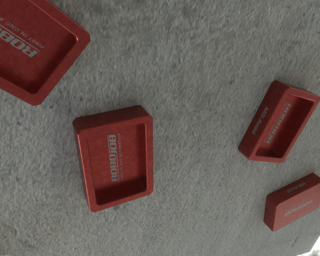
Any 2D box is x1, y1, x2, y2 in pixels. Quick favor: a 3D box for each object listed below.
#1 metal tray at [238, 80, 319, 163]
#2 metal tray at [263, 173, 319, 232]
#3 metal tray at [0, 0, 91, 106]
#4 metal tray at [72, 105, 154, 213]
[{"bbox_3d":[0.195,-0.006,0.508,0.091,0.030,0.129,8,114,-33],"label":"metal tray"},{"bbox_3d":[0.286,0.159,0.662,0.131,0.030,0.089,-20,126,-17],"label":"metal tray"},{"bbox_3d":[-0.140,-0.088,0.272,0.130,0.030,0.090,34,99,-39],"label":"metal tray"},{"bbox_3d":[-0.056,0.041,0.399,0.091,0.030,0.129,-14,124,-21],"label":"metal tray"}]
